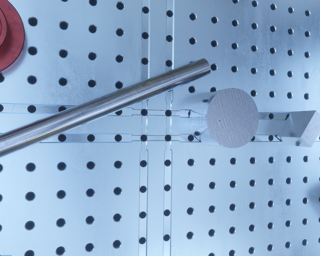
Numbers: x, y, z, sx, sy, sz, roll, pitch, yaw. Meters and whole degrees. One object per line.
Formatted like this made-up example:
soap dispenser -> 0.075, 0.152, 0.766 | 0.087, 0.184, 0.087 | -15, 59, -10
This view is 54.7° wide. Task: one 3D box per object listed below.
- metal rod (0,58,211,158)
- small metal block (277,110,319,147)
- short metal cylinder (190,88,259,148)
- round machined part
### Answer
metal rod -> -0.067, -0.029, 0.387 | 0.302, 0.025, 0.025 | -24, 98, -19
small metal block -> 0.218, 0.001, 0.480 | 0.025, 0.050, 0.050 | 38, 78, -16
short metal cylinder -> 0.089, -0.013, 0.432 | 0.081, 0.050, 0.079 | 0, 90, -20
round machined part -> -0.198, -0.104, 0.330 | 0.099, 0.042, 0.097 | 0, 90, -20
